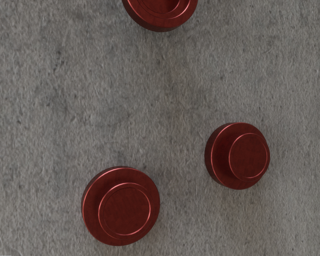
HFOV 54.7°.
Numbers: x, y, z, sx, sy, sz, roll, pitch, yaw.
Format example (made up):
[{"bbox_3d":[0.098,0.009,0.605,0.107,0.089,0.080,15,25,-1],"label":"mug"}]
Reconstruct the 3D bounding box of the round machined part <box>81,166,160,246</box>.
[{"bbox_3d":[-0.045,0.098,0.384,0.099,0.042,0.097,0,90,-21],"label":"round machined part"}]

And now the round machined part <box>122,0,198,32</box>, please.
[{"bbox_3d":[-0.004,-0.172,0.399,0.099,0.042,0.097,0,90,-21],"label":"round machined part"}]

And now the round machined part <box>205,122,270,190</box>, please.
[{"bbox_3d":[0.117,0.041,0.445,0.099,0.042,0.097,0,90,-21],"label":"round machined part"}]
